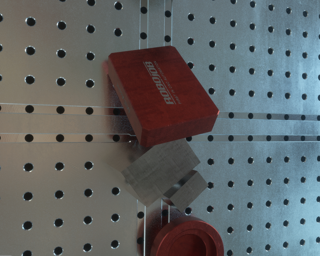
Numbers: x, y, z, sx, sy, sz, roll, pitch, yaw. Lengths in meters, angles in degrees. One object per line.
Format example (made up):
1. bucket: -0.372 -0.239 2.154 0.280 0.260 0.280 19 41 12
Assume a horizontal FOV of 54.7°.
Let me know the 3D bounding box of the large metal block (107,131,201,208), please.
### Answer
1. large metal block: -0.011 0.043 0.380 0.080 0.080 0.050 -38 103 -16

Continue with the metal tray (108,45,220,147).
1. metal tray: -0.001 -0.044 0.369 0.091 0.030 0.130 -13 53 -20

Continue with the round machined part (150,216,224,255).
1. round machined part: 0.033 0.168 0.417 0.099 0.042 0.097 0 90 -21

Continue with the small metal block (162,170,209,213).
1. small metal block: 0.028 0.080 0.411 0.050 0.050 0.025 -41 104 -15
